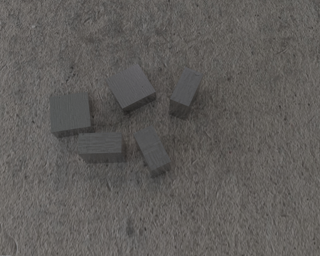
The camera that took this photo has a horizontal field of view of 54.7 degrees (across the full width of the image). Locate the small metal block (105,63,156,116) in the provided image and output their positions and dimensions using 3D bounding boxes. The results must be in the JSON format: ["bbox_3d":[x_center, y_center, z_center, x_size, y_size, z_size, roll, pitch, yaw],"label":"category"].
[{"bbox_3d":[-0.040,-0.053,0.427,0.050,0.025,0.050,-28,73,-10],"label":"small metal block"}]

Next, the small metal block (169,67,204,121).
[{"bbox_3d":[0.034,-0.044,0.411,0.025,0.050,0.050,23,72,8],"label":"small metal block"}]

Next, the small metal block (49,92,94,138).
[{"bbox_3d":[-0.117,-0.017,0.413,0.050,0.025,0.050,-9,70,-3],"label":"small metal block"}]

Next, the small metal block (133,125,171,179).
[{"bbox_3d":[-0.009,0.031,0.383,0.025,0.050,0.050,-25,72,-9],"label":"small metal block"}]

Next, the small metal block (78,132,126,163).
[{"bbox_3d":[-0.070,0.026,0.385,0.050,0.050,0.025,-2,70,-1],"label":"small metal block"}]
